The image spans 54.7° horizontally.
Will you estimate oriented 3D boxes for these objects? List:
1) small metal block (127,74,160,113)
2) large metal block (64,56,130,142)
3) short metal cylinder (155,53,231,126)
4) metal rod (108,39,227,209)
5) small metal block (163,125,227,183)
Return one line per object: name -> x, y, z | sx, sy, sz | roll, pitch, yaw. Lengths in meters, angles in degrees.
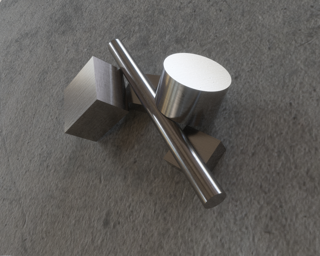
small metal block -> -0.022, -0.050, 0.447 | 0.050, 0.025, 0.050 | 13, 68, 33
large metal block -> -0.093, -0.039, 0.439 | 0.080, 0.050, 0.080 | -39, 48, 32
short metal cylinder -> 0.038, -0.048, 0.372 | 0.081, 0.050, 0.080 | 9, 41, -8
metal rod -> -0.008, -0.029, 0.394 | 0.025, 0.025, 0.300 | -35, 51, 4
small metal block -> 0.041, 0.031, 0.364 | 0.050, 0.025, 0.050 | 27, 76, 37
